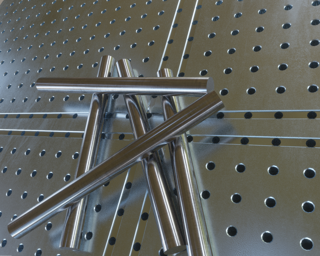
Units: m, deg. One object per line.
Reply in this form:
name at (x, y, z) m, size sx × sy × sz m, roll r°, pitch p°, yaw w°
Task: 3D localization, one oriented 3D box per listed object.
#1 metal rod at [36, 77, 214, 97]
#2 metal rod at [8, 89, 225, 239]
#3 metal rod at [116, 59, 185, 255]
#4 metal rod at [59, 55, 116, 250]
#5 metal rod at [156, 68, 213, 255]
metal rod at (-0.069, -0.061, 0.448) m, size 0.300 × 0.025 × 0.025 m, roll 5°, pitch 64°, yaw 30°
metal rod at (-0.057, 0.047, 0.375) m, size 0.300 × 0.025 × 0.025 m, roll -33°, pitch 52°, yaw 6°
metal rod at (-0.021, 0.012, 0.410) m, size 0.025 × 0.025 × 0.299 m, roll -27°, pitch 52°, yaw 11°
metal rod at (-0.098, 0.016, 0.447) m, size 0.025 × 0.025 × 0.299 m, roll -9°, pitch 58°, yaw 23°
metal rod at (0.027, 0.044, 0.366) m, size 0.025 × 0.025 × 0.299 m, roll -20°, pitch 54°, yaw 16°
